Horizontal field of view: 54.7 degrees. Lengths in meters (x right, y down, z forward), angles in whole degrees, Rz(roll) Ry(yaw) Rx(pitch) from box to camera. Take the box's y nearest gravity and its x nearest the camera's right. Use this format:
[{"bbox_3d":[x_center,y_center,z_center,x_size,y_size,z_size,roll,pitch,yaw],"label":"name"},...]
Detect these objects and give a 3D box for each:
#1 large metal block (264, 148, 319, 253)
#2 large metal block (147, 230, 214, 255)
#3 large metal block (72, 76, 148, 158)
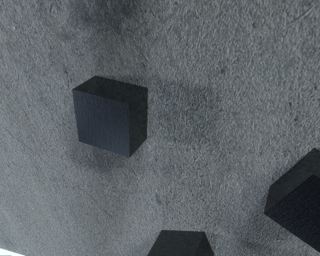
[{"bbox_3d":[0.179,0.083,0.348,0.080,0.050,0.079,35,129,5],"label":"large metal block"},{"bbox_3d":[0.029,0.209,0.485,0.080,0.080,0.050,-9,114,32],"label":"large metal block"},{"bbox_3d":[-0.064,-0.017,0.414,0.080,0.050,0.079,15,125,19],"label":"large metal block"}]
